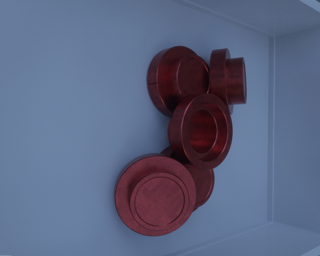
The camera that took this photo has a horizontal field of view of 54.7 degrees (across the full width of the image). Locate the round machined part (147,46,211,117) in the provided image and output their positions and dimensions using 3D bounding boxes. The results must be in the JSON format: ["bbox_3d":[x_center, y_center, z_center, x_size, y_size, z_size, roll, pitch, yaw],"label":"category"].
[{"bbox_3d":[0.034,-0.063,0.423,0.099,0.042,0.097,0,90,-40],"label":"round machined part"}]

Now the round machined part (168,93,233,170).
[{"bbox_3d":[0.049,0.005,0.408,0.099,0.042,0.097,0,90,-40],"label":"round machined part"}]

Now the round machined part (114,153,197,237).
[{"bbox_3d":[-0.004,0.081,0.365,0.099,0.042,0.097,-1,94,-11],"label":"round machined part"}]

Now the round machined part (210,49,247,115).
[{"bbox_3d":[0.103,-0.068,0.455,0.098,0.042,0.097,-3,90,-71],"label":"round machined part"}]

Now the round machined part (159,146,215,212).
[{"bbox_3d":[0.038,0.072,0.427,0.099,0.042,0.097,0,90,-40],"label":"round machined part"}]
